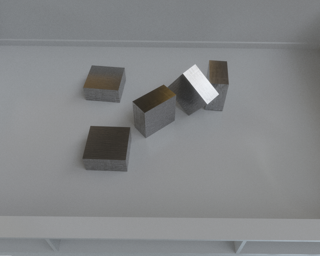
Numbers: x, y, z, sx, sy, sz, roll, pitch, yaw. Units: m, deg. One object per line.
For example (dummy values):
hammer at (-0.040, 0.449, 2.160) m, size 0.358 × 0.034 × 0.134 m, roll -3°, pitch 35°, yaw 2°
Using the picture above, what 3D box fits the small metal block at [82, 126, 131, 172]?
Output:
small metal block at (-0.064, 0.025, 0.383) m, size 0.050 × 0.025 × 0.050 m, roll 2°, pitch 50°, yaw 1°

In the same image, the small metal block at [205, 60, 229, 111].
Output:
small metal block at (0.080, -0.060, 0.440) m, size 0.025 × 0.050 × 0.050 m, roll 4°, pitch 49°, yaw 3°

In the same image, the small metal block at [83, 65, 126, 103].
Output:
small metal block at (-0.081, -0.066, 0.459) m, size 0.050 × 0.025 × 0.050 m, roll 5°, pitch 50°, yaw 3°

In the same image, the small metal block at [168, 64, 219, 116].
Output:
small metal block at (0.043, -0.050, 0.419) m, size 0.025 × 0.050 × 0.050 m, roll -40°, pitch 93°, yaw -28°

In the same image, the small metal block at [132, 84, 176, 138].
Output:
small metal block at (-0.007, -0.022, 0.407) m, size 0.050 × 0.050 × 0.025 m, roll -32°, pitch 57°, yaw -24°
